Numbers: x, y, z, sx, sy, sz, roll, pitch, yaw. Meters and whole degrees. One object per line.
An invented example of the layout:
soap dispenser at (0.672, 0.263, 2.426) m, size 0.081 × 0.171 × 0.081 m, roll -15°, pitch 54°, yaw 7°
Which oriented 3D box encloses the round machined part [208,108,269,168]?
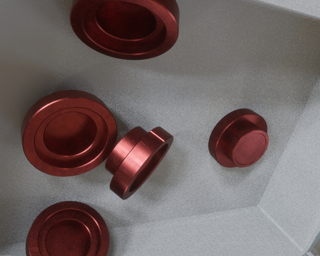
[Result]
round machined part at (0.128, 0.022, 0.481) m, size 0.099 × 0.042 × 0.097 m, roll -14°, pitch 124°, yaw -21°

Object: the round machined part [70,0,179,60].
round machined part at (-0.031, -0.108, 0.291) m, size 0.099 × 0.098 × 0.042 m, roll 19°, pitch 65°, yaw -36°

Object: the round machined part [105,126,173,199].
round machined part at (-0.030, 0.037, 0.383) m, size 0.098 × 0.042 × 0.098 m, roll -50°, pitch 168°, yaw -14°

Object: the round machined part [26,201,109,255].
round machined part at (-0.119, 0.147, 0.395) m, size 0.099 × 0.098 × 0.042 m, roll 4°, pitch 143°, yaw -30°

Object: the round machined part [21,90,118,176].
round machined part at (-0.101, 0.002, 0.344) m, size 0.099 × 0.042 × 0.097 m, roll -14°, pitch 124°, yaw -21°
